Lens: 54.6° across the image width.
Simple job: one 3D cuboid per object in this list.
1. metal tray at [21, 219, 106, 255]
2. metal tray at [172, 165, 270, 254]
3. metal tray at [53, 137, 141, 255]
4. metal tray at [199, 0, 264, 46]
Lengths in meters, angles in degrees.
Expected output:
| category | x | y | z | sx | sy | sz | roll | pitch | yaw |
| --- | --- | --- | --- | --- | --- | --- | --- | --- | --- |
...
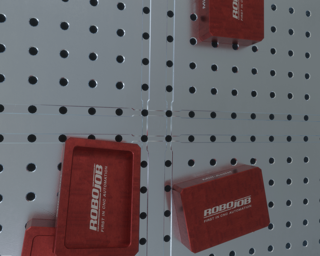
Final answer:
| category | x | y | z | sx | sy | sz | roll | pitch | yaw |
| --- | --- | --- | --- | --- | --- | --- | --- | --- | --- |
| metal tray | -0.120 | 0.179 | 0.365 | 0.091 | 0.030 | 0.129 | 10 | 87 | -20 |
| metal tray | 0.089 | 0.112 | 0.443 | 0.131 | 0.030 | 0.090 | -12 | 94 | -20 |
| metal tray | -0.071 | 0.081 | 0.363 | 0.091 | 0.030 | 0.130 | 7 | 70 | -20 |
| metal tray | 0.104 | -0.190 | 0.447 | 0.091 | 0.030 | 0.129 | 0 | 90 | -20 |
